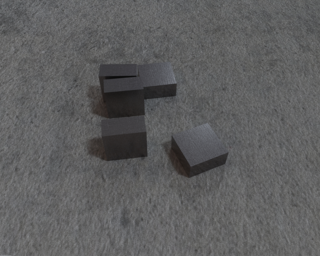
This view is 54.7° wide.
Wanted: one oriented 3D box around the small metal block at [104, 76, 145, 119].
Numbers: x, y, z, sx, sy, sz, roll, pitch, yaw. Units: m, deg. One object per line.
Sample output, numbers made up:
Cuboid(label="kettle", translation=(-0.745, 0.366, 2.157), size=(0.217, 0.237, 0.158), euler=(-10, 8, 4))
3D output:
Cuboid(label="small metal block", translation=(-0.048, -0.041, 0.421), size=(0.050, 0.050, 0.025), euler=(-6, 51, -6))

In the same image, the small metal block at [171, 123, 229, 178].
Cuboid(label="small metal block", translation=(0.048, 0.027, 0.382), size=(0.050, 0.025, 0.050), euler=(-19, 53, -16))

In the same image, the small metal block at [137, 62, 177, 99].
Cuboid(label="small metal block", translation=(-0.005, -0.071, 0.463), size=(0.050, 0.025, 0.050), euler=(-7, 51, -7))

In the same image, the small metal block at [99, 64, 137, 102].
Cuboid(label="small metal block", translation=(-0.057, -0.063, 0.439), size=(0.050, 0.050, 0.025), euler=(-1, 50, -2))

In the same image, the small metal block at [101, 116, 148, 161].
Cuboid(label="small metal block", translation=(-0.042, 0.013, 0.375), size=(0.050, 0.050, 0.025), euler=(-6, 51, -6))
